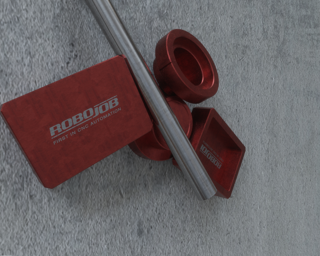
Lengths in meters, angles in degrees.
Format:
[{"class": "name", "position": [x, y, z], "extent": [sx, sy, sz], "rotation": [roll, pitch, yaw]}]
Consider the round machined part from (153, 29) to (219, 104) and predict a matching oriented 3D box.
[{"class": "round machined part", "position": [0.030, -0.076, 0.405], "extent": [0.099, 0.042, 0.098], "rotation": [25, 52, -36]}]

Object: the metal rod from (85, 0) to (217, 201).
[{"class": "metal rod", "position": [-0.017, -0.051, 0.348], "extent": [0.025, 0.025, 0.299], "rotation": [-34, 98, -35]}]

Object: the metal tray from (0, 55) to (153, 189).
[{"class": "metal tray", "position": [-0.080, -0.010, 0.321], "extent": [0.131, 0.030, 0.090], "rotation": [-31, 107, -27]}]

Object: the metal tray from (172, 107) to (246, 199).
[{"class": "metal tray", "position": [0.077, 0.039, 0.453], "extent": [0.130, 0.030, 0.090], "rotation": [42, 64, -44]}]

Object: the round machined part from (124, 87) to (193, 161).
[{"class": "round machined part", "position": [0.004, -0.006, 0.399], "extent": [0.099, 0.042, 0.097], "rotation": [0, 90, -40]}]
